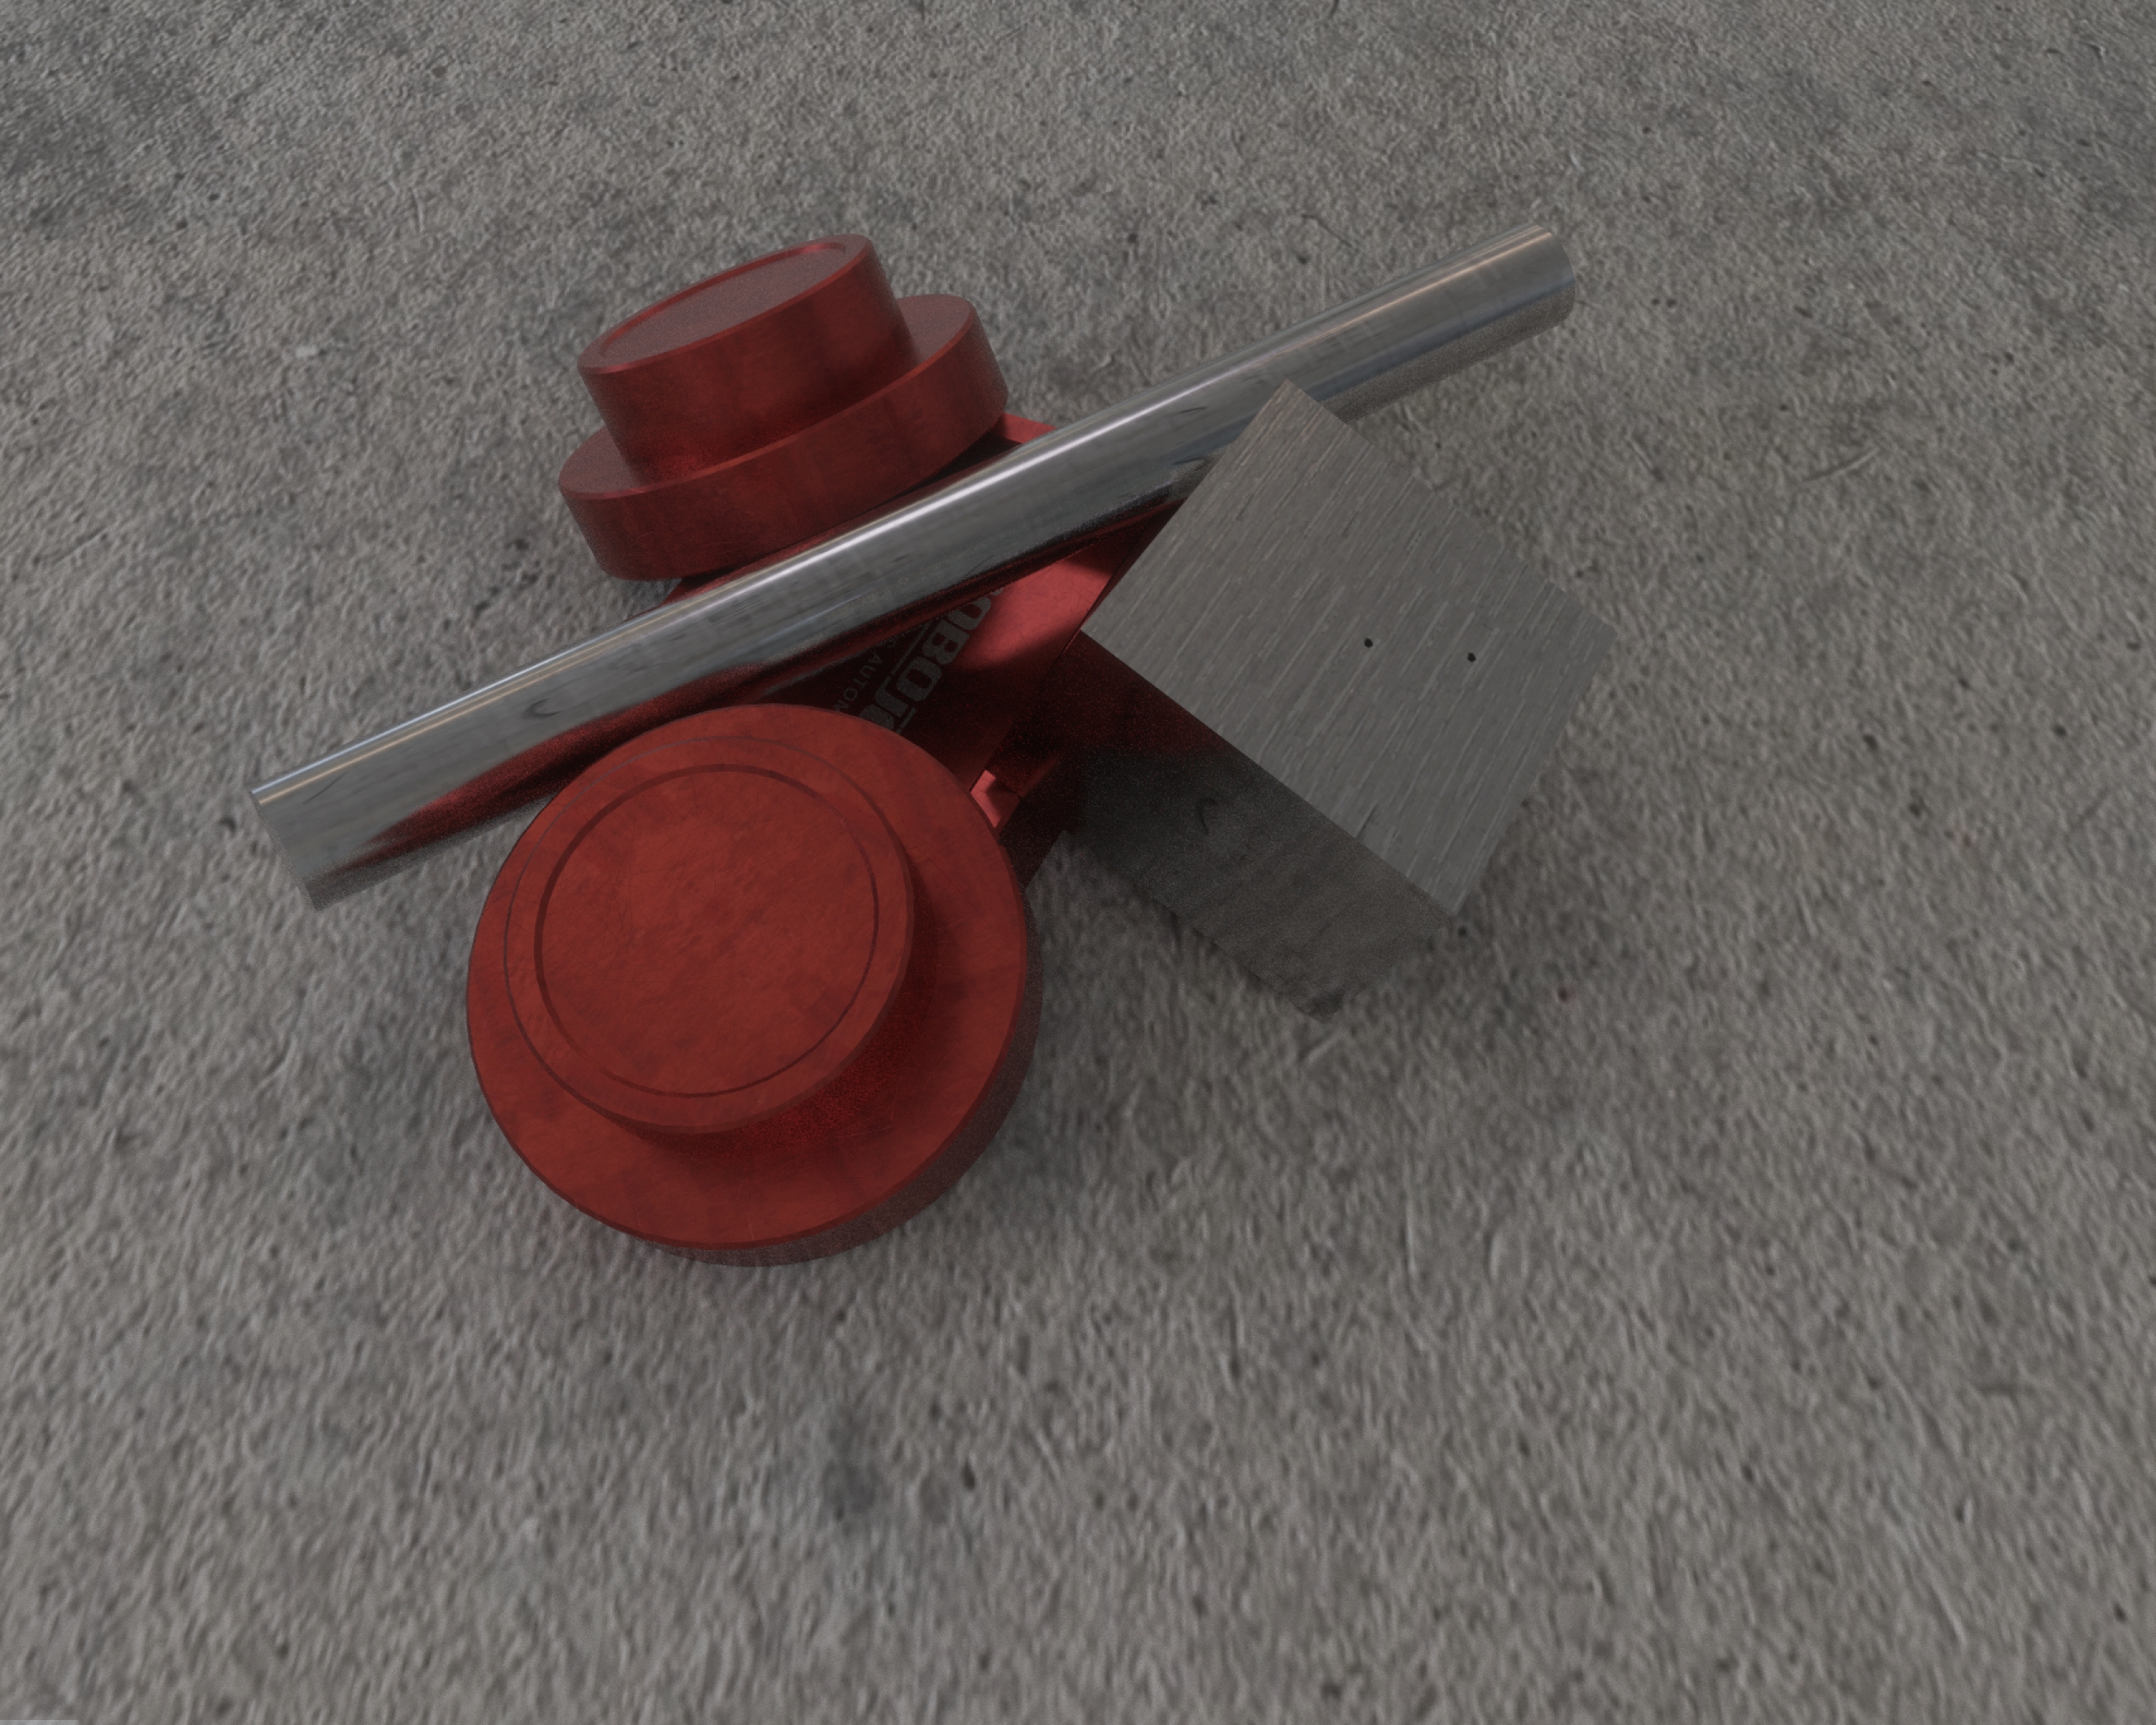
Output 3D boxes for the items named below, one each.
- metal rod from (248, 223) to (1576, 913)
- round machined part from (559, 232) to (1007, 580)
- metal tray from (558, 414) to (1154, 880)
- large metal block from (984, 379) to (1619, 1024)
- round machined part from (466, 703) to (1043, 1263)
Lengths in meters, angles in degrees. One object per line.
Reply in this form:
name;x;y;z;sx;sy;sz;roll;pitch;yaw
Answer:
metal rod;-0.017;-0.069;0.424;0.302;0.025;0.025;-28;56;-22
round machined part;-0.068;-0.103;0.454;0.098;0.042;0.098;-18;28;10
metal tray;-0.036;-0.044;0.438;0.090;0.030;0.130;19;53;15
large metal block;0.043;-0.031;0.396;0.080;0.050;0.080;37;55;-2
round machined part;-0.057;0.017;0.356;0.099;0.042;0.098;-2;70;6
